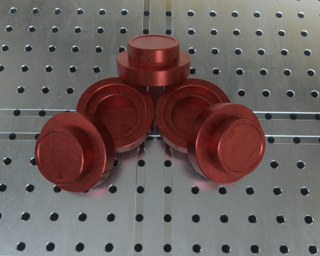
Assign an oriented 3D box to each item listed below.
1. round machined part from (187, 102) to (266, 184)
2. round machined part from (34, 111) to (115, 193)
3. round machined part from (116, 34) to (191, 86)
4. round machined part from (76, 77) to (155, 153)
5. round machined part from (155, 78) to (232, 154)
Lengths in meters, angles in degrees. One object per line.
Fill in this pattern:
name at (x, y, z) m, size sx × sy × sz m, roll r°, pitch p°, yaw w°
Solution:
round machined part at (0.085, 0.020, 0.368) m, size 0.099 × 0.042 × 0.097 m, roll -5°, pitch 101°, yaw -25°
round machined part at (-0.107, 0.030, 0.366) m, size 0.098 × 0.042 × 0.097 m, roll 3°, pitch 97°, yaw 22°
round machined part at (-0.008, -0.094, 0.410) m, size 0.099 × 0.042 × 0.098 m, roll 0°, pitch 32°, yaw 0°
round machined part at (-0.056, -0.014, 0.406) m, size 0.099 × 0.042 × 0.098 m, roll 0°, pitch 70°, yaw -1°
round machined part at (0.043, -0.013, 0.408) m, size 0.099 × 0.042 × 0.098 m, roll 0°, pitch 70°, yaw -1°
